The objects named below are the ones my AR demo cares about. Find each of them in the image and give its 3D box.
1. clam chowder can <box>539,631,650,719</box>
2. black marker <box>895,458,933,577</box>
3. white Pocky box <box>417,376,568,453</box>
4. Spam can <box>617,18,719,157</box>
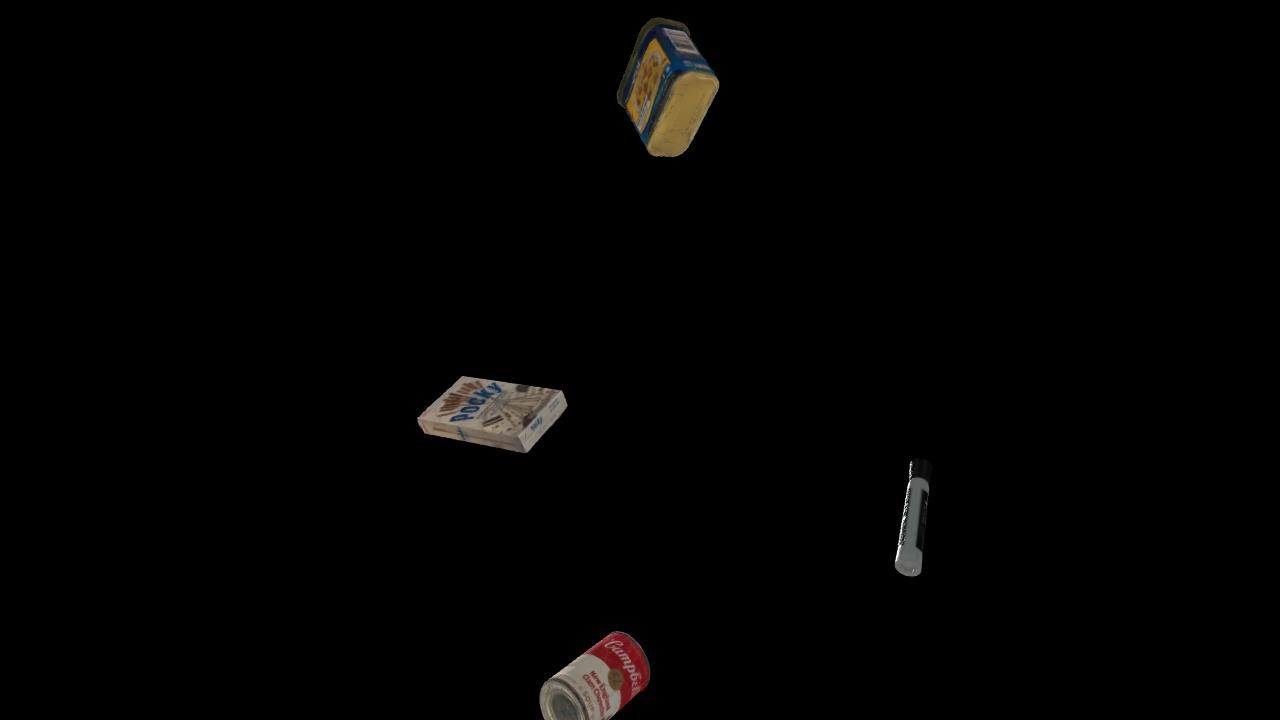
[{"bbox_3d":[-0.046,0.339,0.640,0.068,0.068,0.102,0,8,38],"label":"clam chowder can"},{"bbox_3d":[0.228,0.125,0.510,0.020,0.020,0.121,0,34,30],"label":"black marker"},{"bbox_3d":[-0.165,0.058,0.688,0.154,0.028,0.084,6,38,30],"label":"white Pocky box"},{"bbox_3d":[0.027,-0.272,0.623,0.058,0.085,0.101,-7,-31,-29],"label":"Spam can"}]
